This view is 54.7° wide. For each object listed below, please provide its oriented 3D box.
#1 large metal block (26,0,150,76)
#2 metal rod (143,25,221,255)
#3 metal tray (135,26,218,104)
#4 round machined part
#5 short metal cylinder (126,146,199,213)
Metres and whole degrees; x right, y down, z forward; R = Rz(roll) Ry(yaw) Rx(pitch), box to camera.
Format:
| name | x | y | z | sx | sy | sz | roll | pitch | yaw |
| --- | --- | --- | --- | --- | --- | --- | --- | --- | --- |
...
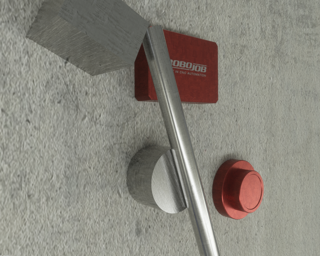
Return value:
| name | x | y | z | sx | sy | sz | roll | pitch | yaw |
| --- | --- | --- | --- | --- | --- | --- | --- | --- | --- |
| large metal block | -0.072 | -0.098 | 0.309 | 0.080 | 0.080 | 0.050 | 29 | 72 | -37 |
| metal rod | 0.028 | 0.033 | 0.365 | 0.025 | 0.025 | 0.298 | -25 | 106 | -37 |
| metal tray | 0.027 | -0.080 | 0.426 | 0.131 | 0.030 | 0.089 | -1 | 91 | -40 |
| round machined part | 0.134 | 0.102 | 0.510 | 0.099 | 0.042 | 0.097 | 0 | 90 | -40 |
| short metal cylinder | 0.005 | 0.063 | 0.395 | 0.081 | 0.050 | 0.079 | 0 | 90 | -40 |
